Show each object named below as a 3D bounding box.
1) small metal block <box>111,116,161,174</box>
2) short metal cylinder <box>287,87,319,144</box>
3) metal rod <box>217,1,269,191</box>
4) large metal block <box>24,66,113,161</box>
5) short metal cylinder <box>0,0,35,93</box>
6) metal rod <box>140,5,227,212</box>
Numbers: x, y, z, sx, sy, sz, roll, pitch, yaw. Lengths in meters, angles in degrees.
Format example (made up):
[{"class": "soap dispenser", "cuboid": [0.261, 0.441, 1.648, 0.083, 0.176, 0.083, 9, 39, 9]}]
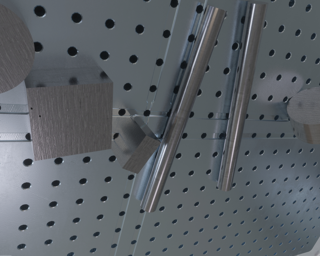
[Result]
[{"class": "small metal block", "cuboid": [-0.032, 0.021, 0.391, 0.025, 0.050, 0.050, 29, 102, -38]}, {"class": "short metal cylinder", "cuboid": [0.253, -0.020, 0.502, 0.080, 0.080, 0.050, -38, 129, -3]}, {"class": "metal rod", "cuboid": [0.116, -0.027, 0.458, 0.025, 0.025, 0.298, -12, 124, -22]}, {"class": "large metal block", "cuboid": [-0.097, -0.018, 0.331, 0.081, 0.050, 0.079, -8, 122, -25]}, {"class": "short metal cylinder", "cuboid": [-0.153, -0.074, 0.265, 0.081, 0.050, 0.079, -14, 124, -21]}, {"class": "metal rod", "cuboid": [0.024, -0.009, 0.418, 0.025, 0.025, 0.298, 4, 117, -30]}]
